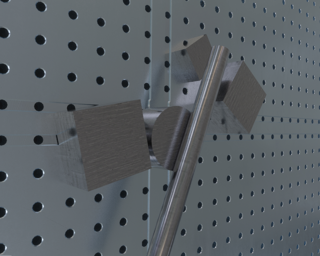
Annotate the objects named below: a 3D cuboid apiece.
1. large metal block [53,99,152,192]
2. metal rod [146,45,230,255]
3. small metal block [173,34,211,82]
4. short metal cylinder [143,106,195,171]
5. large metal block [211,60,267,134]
[{"bbox_3d":[-0.062,0.015,0.341,0.081,0.050,0.079,-15,100,-39],"label":"large metal block"},{"bbox_3d":[0.034,0.035,0.373,0.025,0.025,0.299,30,72,-36],"label":"metal rod"},{"bbox_3d":[0.054,-0.102,0.455,0.050,0.025,0.050,-41,115,-32],"label":"small metal block"},{"bbox_3d":[0.005,0.013,0.398,0.081,0.050,0.079,0,90,-40],"label":"short metal cylinder"},{"bbox_3d":[0.115,-0.047,0.490,0.080,0.050,0.080,44,64,-31],"label":"large metal block"}]
